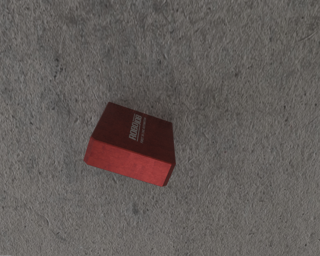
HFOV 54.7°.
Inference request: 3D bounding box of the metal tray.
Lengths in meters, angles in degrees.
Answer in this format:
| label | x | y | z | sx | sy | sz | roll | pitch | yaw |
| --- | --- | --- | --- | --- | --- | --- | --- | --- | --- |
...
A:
| label | x | y | z | sx | sy | sz | roll | pitch | yaw |
| --- | --- | --- | --- | --- | --- | --- | --- | --- | --- |
| metal tray | -0.031 | 0.012 | 0.372 | 0.091 | 0.130 | 0.030 | 18 | 111 | -7 |
